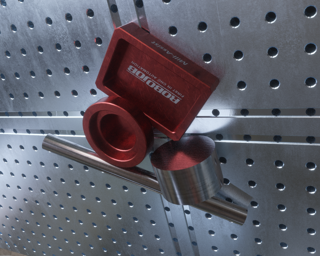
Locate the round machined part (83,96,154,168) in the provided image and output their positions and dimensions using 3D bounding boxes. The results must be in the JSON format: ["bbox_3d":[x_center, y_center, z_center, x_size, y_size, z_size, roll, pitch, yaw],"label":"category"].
[{"bbox_3d":[-0.051,0.001,0.416,0.098,0.042,0.097,14,125,22],"label":"round machined part"}]

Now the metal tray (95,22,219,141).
[{"bbox_3d":[-0.008,-0.054,0.376,0.130,0.030,0.089,35,128,5],"label":"metal tray"}]

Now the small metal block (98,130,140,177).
[{"bbox_3d":[-0.063,0.038,0.466,0.050,0.025,0.050,25,127,12],"label":"small metal block"}]

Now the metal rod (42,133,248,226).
[{"bbox_3d":[-0.025,0.071,0.440,0.301,0.025,0.025,20,127,5],"label":"metal rod"}]

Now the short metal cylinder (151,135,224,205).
[{"bbox_3d":[0.034,0.050,0.386,0.080,0.080,0.050,-4,117,29],"label":"short metal cylinder"}]
